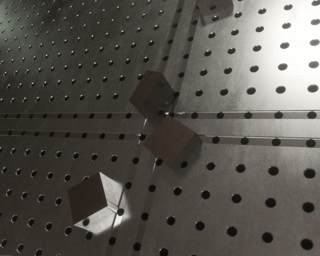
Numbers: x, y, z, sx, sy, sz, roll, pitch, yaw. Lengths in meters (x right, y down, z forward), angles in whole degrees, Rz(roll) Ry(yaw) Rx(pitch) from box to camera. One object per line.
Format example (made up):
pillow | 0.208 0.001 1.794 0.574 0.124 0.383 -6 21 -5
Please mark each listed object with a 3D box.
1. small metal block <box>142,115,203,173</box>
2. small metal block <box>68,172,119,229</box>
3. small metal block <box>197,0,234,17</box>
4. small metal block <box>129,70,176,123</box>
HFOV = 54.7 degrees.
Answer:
small metal block | 0.016 0.019 0.388 0.050 0.025 0.050 35 81 38
small metal block | -0.086 0.092 0.395 0.050 0.025 0.050 -30 52 8
small metal block | 0.085 -0.211 0.492 0.050 0.025 0.050 -17 55 18
small metal block | -0.009 -0.042 0.422 0.025 0.050 0.050 17 71 34
